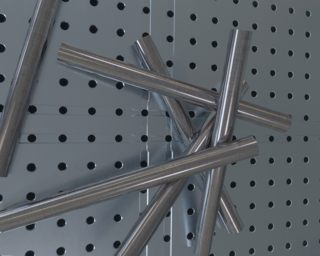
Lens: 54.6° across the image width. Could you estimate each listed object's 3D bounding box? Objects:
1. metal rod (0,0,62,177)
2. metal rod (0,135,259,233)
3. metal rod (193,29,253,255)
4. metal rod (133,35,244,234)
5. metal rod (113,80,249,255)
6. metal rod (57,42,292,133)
[{"bbox_3d":[-0.145,-0.092,0.358,0.025,0.025,0.299,17,84,-19],"label":"metal rod"},{"bbox_3d":[-0.033,0.063,0.357,0.302,0.025,0.025,-16,96,-3],"label":"metal rod"},{"bbox_3d":[0.075,0.032,0.392,0.025,0.025,0.298,0,108,-20],"label":"metal rod"},{"bbox_3d":[0.044,0.016,0.428,0.025,0.025,0.299,-30,100,-17],"label":"metal rod"},{"bbox_3d":[0.033,0.048,0.389,0.025,0.025,0.301,43,67,-15],"label":"metal rod"},{"bbox_3d":[0.025,-0.048,0.391,0.302,0.025,0.025,17,84,-8],"label":"metal rod"}]
